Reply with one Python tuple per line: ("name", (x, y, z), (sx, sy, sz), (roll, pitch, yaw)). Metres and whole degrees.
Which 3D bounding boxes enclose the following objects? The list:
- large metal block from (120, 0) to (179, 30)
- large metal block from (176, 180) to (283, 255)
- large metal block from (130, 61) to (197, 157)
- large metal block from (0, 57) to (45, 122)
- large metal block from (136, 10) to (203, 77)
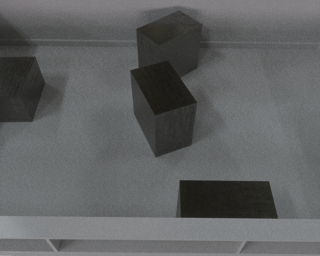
("large metal block", (-0.021, -0.228, 0.583), (0.081, 0.050, 0.080), (-23, 54, -19))
("large metal block", (0.057, 0.092, 0.293), (0.081, 0.080, 0.050), (1, 50, 0))
("large metal block", (0.002, -0.024, 0.389), (0.050, 0.080, 0.080), (-18, 53, -15))
("large metal block", (-0.217, -0.054, 0.432), (0.081, 0.050, 0.080), (0, 50, -1))
("large metal block", (0.014, -0.118, 0.469), (0.081, 0.080, 0.050), (-32, 57, -24))
